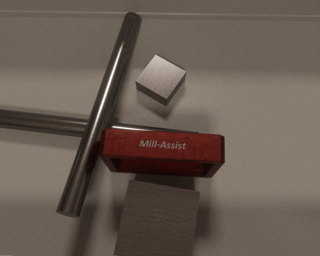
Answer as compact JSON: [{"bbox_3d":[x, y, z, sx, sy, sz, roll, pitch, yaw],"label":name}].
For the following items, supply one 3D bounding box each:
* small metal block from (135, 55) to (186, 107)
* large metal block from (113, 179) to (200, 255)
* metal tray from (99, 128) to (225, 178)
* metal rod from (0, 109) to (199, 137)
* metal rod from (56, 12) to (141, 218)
[{"bbox_3d":[0.001,-0.066,0.434,0.050,0.025,0.050,31,73,10],"label":"small metal block"},{"bbox_3d":[-0.002,0.110,0.356,0.080,0.050,0.080,9,70,3],"label":"large metal block"},{"bbox_3d":[0.003,0.032,0.363,0.131,0.090,0.030,3,70,1],"label":"metal tray"},{"bbox_3d":[-0.101,0.000,0.408,0.302,0.025,0.025,7,70,2],"label":"metal rod"},{"bbox_3d":[-0.070,-0.037,0.399,0.025,0.025,0.300,11,62,3],"label":"metal rod"}]
